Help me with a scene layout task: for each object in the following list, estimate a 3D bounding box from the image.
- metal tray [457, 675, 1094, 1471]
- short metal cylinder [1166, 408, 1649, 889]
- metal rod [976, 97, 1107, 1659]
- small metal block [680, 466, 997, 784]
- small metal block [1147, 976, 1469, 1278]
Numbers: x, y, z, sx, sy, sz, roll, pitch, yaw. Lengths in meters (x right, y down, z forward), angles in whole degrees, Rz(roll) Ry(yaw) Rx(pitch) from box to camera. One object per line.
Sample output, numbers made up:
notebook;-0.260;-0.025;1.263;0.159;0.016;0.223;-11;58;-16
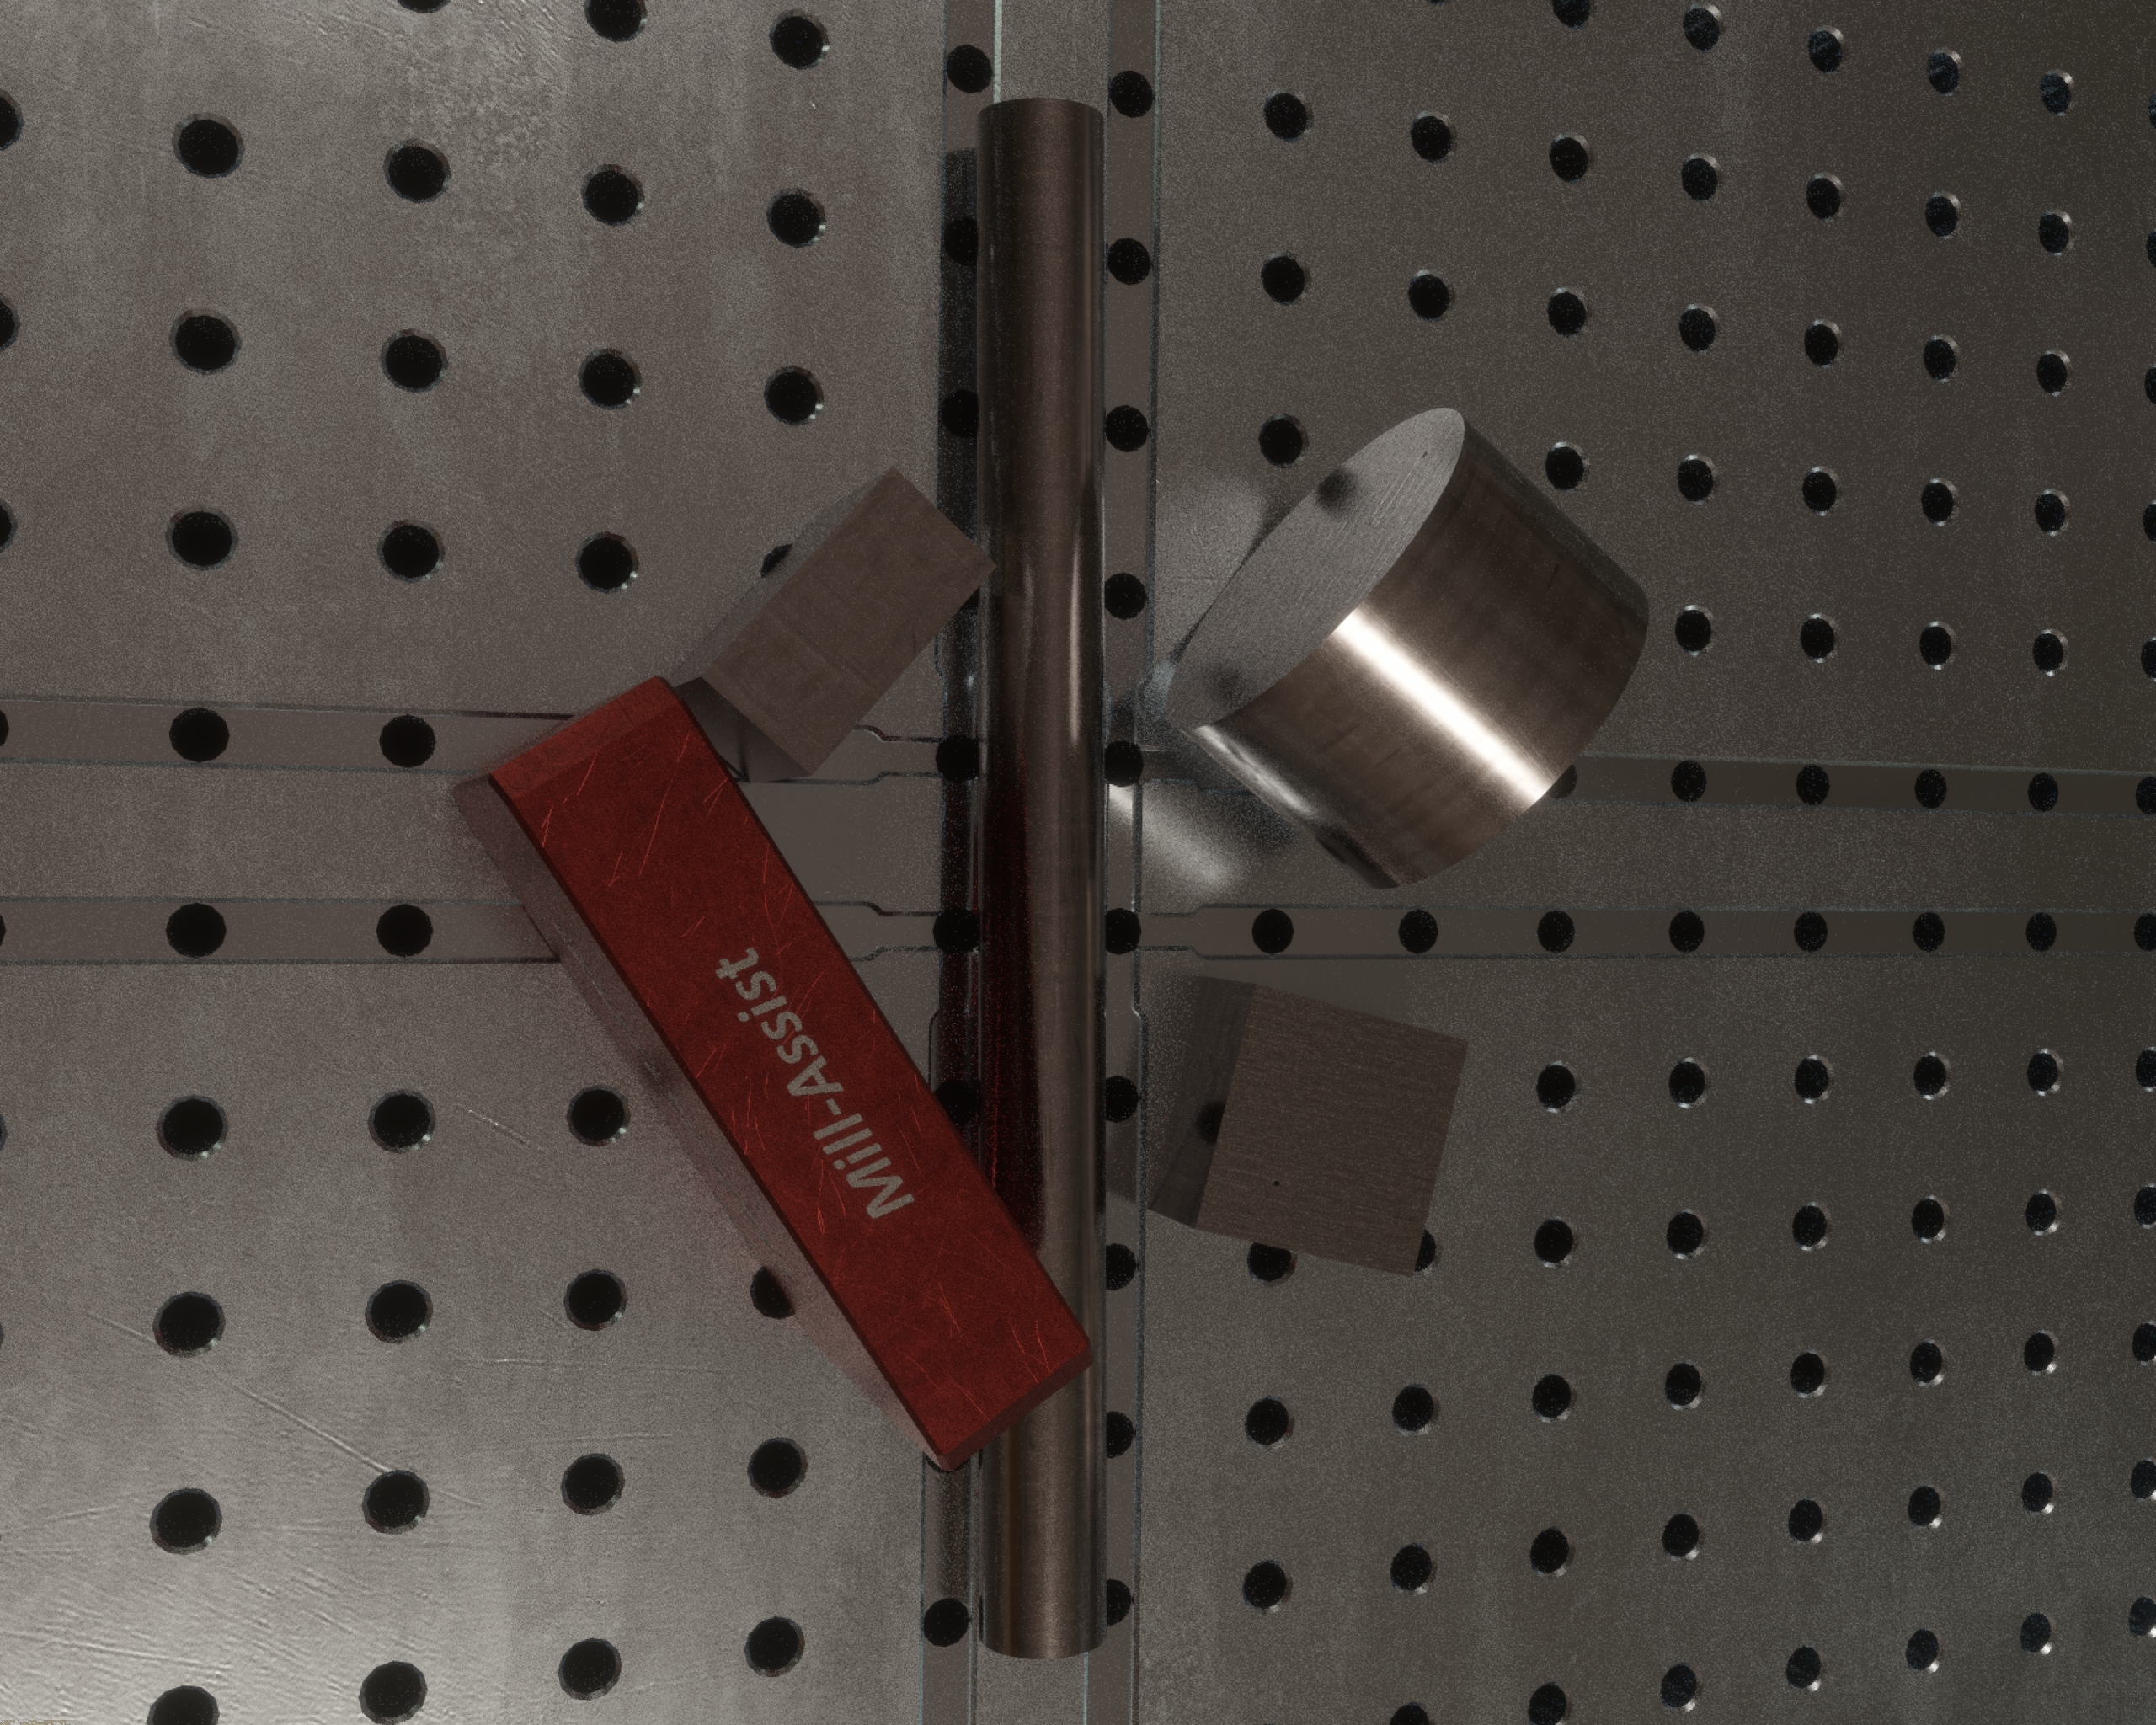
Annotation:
metal tray;-0.055;0.034;0.358;0.030;0.090;0.130;-34;102;-17
short metal cylinder;0.063;-0.042;0.408;0.050;0.080;0.080;40;77;-16
metal rod;-0.007;0.003;0.410;0.025;0.025;0.298;0;90;-20
small metal block;-0.047;-0.042;0.382;0.025;0.050;0.050;43;76;-15
small metal block;0.048;0.054;0.432;0.050;0.025;0.050;16;85;-20
